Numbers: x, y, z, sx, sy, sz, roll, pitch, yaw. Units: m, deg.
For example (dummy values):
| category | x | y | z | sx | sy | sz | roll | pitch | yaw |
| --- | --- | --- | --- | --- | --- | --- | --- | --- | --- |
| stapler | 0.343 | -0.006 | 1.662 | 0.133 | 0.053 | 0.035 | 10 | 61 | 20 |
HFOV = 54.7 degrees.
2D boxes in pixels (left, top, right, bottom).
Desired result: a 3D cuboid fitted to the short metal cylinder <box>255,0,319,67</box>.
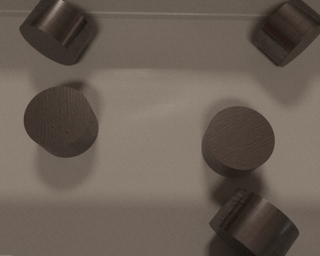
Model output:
| category | x | y | z | sx | sy | sz | roll | pitch | yaw |
| --- | --- | --- | --- | --- | --- | --- | --- | --- | --- |
| short metal cylinder | 0.181 | -0.131 | 0.431 | 0.080 | 0.080 | 0.050 | -37 | 75 | -13 |

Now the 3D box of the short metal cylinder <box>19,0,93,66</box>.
| category | x | y | z | sx | sy | sz | roll | pitch | yaw |
| --- | --- | --- | --- | --- | --- | --- | --- | --- | --- |
| short metal cylinder | -0.142 | -0.131 | 0.427 | 0.080 | 0.080 | 0.050 | 24 | 72 | 8 |

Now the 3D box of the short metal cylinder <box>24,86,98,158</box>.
| category | x | y | z | sx | sy | sz | roll | pitch | yaw |
| --- | --- | --- | --- | --- | --- | --- | --- | --- | --- |
| short metal cylinder | -0.124 | -0.006 | 0.397 | 0.081 | 0.050 | 0.080 | 0 | 70 | 0 |

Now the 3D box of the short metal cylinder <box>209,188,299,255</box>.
| category | x | y | z | sx | sy | sz | roll | pitch | yaw |
| --- | --- | --- | --- | --- | --- | --- | --- | --- | --- |
| short metal cylinder | 0.102 | 0.112 | 0.341 | 0.080 | 0.080 | 0.050 | 39 | 75 | 13 |

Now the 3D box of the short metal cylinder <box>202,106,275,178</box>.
| category | x | y | z | sx | sy | sz | roll | pitch | yaw |
| --- | --- | --- | --- | --- | --- | --- | --- | --- | --- |
| short metal cylinder | 0.096 | 0.019 | 0.391 | 0.081 | 0.050 | 0.080 | 0 | 70 | 0 |
